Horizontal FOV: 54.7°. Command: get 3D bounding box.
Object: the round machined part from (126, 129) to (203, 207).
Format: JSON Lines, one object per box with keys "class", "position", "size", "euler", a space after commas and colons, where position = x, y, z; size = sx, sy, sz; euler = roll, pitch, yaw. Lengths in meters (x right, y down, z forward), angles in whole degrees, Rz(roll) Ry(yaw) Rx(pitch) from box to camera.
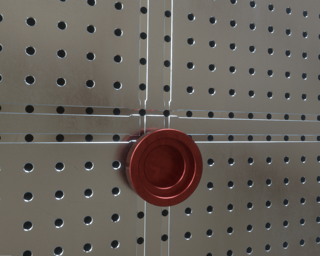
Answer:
{"class": "round machined part", "position": [0.003, 0.050, 0.406], "size": [0.099, 0.042, 0.097], "euler": [0, 90, -21]}
